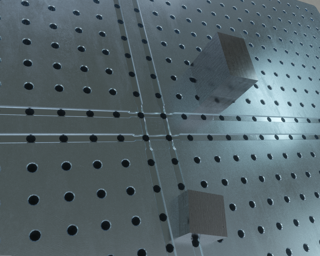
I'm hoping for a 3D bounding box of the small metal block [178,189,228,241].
[{"bbox_3d":[0.051,0.106,0.373,0.050,0.025,0.050,14,56,-21],"label":"small metal block"}]

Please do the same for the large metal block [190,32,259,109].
[{"bbox_3d":[0.095,-0.086,0.479,0.050,0.080,0.080,5,59,-26],"label":"large metal block"}]
